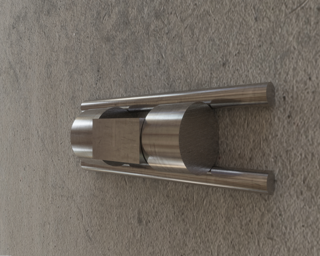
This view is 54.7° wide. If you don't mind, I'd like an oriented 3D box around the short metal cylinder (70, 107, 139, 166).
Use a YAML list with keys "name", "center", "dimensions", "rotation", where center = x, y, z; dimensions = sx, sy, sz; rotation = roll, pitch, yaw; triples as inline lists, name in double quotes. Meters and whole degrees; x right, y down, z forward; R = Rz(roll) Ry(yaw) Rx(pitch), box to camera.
- name: "short metal cylinder"
  center: [-0.076, 0.012, 0.433]
  dimensions: [0.050, 0.081, 0.080]
  rotation: [-1, 90, 40]

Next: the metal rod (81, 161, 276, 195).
- name: "metal rod"
  center: [-0.003, 0.056, 0.409]
  dimensions: [0.300, 0.025, 0.025]
  rotation: [0, 90, 40]

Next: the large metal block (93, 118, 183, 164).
- name: "large metal block"
  center: [-0.027, 0.014, 0.390]
  dimensions: [0.080, 0.081, 0.050]
  rotation: [0, 90, 40]

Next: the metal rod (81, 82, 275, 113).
- name: "metal rod"
  center: [-0.003, -0.034, 0.409]
  dimensions: [0.300, 0.025, 0.025]
  rotation: [0, 90, 40]

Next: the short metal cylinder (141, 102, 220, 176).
- name: "short metal cylinder"
  center: [0.025, 0.012, 0.349]
  dimensions: [0.050, 0.081, 0.080]
  rotation: [-1, 90, 40]
